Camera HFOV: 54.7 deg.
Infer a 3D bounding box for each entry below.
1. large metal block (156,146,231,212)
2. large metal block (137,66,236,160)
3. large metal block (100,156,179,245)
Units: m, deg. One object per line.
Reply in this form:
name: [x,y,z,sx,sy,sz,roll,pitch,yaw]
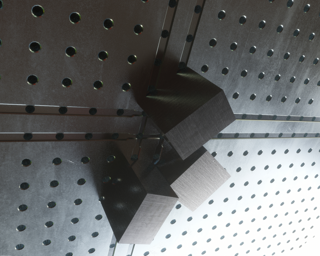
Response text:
large metal block: [0.047,0.067,0.464,0.080,0.050,0.080,-44,130,2]
large metal block: [0.031,-0.021,0.381,0.080,0.080,0.050,-37,130,-4]
large metal block: [-0.031,0.098,0.421,0.050,0.080,0.080,18,109,-36]
